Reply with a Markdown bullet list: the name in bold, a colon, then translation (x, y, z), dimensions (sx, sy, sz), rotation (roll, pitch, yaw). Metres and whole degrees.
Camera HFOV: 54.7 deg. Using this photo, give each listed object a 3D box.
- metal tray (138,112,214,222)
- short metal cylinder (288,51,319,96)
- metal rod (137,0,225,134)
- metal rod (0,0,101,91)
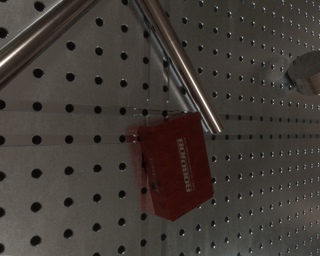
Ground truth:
- **metal tray**: translation (0.026, 0.050, 0.430), dimensions (0.091, 0.030, 0.129), rotation (-19, 102, -39)
- **short metal cylinder**: translation (0.315, -0.113, 0.641), dimensions (0.050, 0.080, 0.080), rotation (45, 63, -31)
- **metal rod**: translation (0.017, -0.113, 0.424), dimensions (0.025, 0.025, 0.299), rotation (-48, 119, -30)
- **metal rod**: translation (-0.121, -0.072, 0.279), dimensions (0.025, 0.025, 0.301), rotation (52, 51, -28)
